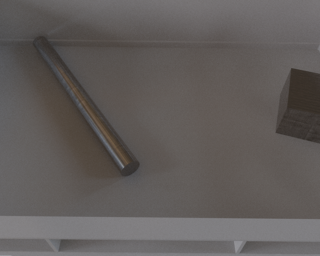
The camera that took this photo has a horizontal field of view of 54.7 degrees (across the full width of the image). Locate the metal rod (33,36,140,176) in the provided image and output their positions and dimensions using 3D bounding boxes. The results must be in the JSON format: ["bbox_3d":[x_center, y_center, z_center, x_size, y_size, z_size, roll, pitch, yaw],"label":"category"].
[{"bbox_3d":[-0.118,-0.048,0.443,0.025,0.025,0.300,-27,55,-21],"label":"metal rod"}]

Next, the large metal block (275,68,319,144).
[{"bbox_3d":[0.207,-0.028,0.416,0.080,0.050,0.080,15,51,11],"label":"large metal block"}]
